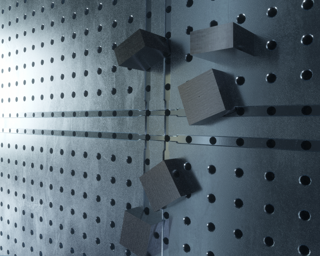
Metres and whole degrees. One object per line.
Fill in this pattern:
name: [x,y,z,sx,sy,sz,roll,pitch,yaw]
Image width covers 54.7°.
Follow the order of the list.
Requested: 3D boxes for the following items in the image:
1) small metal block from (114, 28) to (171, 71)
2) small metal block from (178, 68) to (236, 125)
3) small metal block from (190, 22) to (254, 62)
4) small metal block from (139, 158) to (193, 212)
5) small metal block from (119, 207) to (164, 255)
small metal block: [-0.023,-0.102,0.410,0.050,0.050,0.025,-27,74,36]
small metal block: [0.054,-0.035,0.363,0.050,0.025,0.050,-25,75,37]
small metal block: [0.068,-0.091,0.336,0.050,0.050,0.025,0,90,39]
small metal block: [0.007,0.074,0.402,0.050,0.025,0.050,-39,67,33]
small metal block: [-0.026,0.145,0.429,0.050,0.025,0.050,17,100,38]
